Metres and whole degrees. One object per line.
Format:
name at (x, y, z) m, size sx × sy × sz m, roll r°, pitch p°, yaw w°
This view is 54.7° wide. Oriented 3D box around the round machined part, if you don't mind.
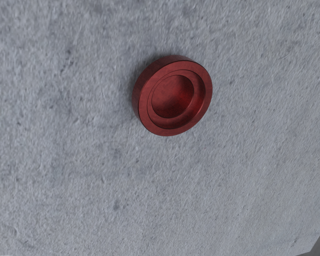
round machined part at (0.011, -0.042, 0.378) m, size 0.099 × 0.042 × 0.097 m, roll -14°, pitch 125°, yaw -21°
